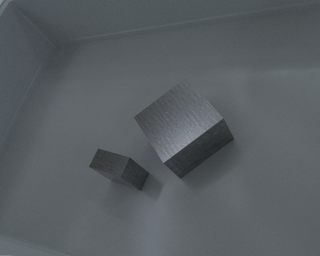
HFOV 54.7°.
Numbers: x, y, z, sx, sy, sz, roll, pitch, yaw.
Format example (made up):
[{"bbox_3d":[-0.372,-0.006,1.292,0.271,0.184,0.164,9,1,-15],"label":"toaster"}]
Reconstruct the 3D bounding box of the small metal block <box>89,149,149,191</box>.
[{"bbox_3d":[-0.050,0.052,0.382,0.050,0.050,0.025,11,68,32],"label":"small metal block"}]

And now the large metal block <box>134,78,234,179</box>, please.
[{"bbox_3d":[0.028,0.000,0.374,0.080,0.050,0.080,-37,51,3],"label":"large metal block"}]
